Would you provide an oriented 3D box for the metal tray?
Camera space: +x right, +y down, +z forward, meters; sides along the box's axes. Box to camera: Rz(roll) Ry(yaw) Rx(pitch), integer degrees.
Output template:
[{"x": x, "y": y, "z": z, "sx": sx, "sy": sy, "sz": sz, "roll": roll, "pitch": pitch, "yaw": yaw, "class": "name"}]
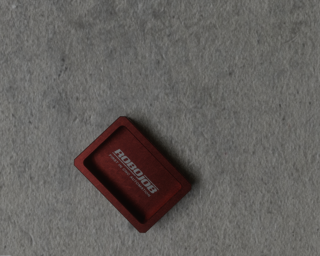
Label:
[{"x": -0.035, "y": 0.059, "z": 0.407, "sx": 0.090, "sy": 0.030, "sz": 0.130, "roll": -44, "pitch": 91, "yaw": 0, "class": "metal tray"}]
